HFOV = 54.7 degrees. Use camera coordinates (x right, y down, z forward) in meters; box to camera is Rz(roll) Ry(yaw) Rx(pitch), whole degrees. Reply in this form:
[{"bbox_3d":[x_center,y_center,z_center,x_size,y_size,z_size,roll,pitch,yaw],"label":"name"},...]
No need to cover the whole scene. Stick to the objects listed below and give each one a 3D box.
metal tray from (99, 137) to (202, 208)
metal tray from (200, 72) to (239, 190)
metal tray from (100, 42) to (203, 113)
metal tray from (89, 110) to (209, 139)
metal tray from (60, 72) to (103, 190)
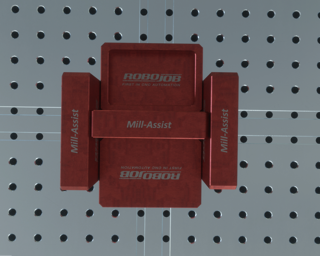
[{"bbox_3d":[-0.012,0.057,0.409,0.131,0.030,0.089,1,90,-1],"label":"metal tray"},{"bbox_3d":[0.070,0.003,0.381,0.030,0.090,0.129,1,90,0],"label":"metal tray"},{"bbox_3d":[-0.011,-0.064,0.410,0.131,0.030,0.089,1,90,-1],"label":"metal tray"},{"bbox_3d":[-0.012,-0.004,0.379,0.131,0.090,0.030,1,90,-1],"label":"metal tray"},{"bbox_3d":[-0.092,0.003,0.379,0.030,0.090,0.129,1,90,0],"label":"metal tray"}]
